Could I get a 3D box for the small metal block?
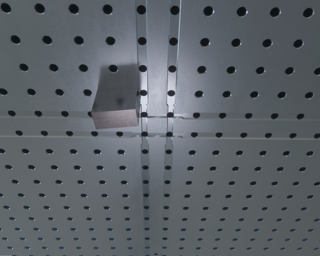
[{"bbox_3d":[-0.051,-0.026,0.373,0.050,0.050,0.025,-4,130,3],"label":"small metal block"}]
